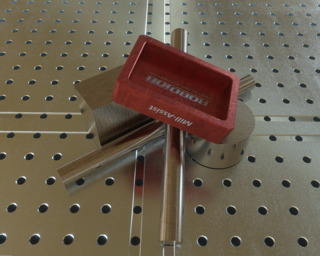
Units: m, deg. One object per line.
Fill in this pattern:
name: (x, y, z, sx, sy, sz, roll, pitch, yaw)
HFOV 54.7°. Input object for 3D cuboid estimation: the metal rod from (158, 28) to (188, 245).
metal rod: (0.020, -0.012, 0.389, 0.025, 0.025, 0.299, 3, 59, 2)

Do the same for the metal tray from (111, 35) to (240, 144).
metal tray: (0.022, -0.046, 0.351, 0.131, 0.030, 0.090, 22, 51, -6)

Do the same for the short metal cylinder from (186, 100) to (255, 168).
short metal cylinder: (0.073, 0.003, 0.388, 0.081, 0.050, 0.080, 0, 50, 0)

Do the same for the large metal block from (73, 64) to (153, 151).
large metal block: (-0.054, -0.026, 0.392, 0.081, 0.080, 0.050, -27, 56, -21)

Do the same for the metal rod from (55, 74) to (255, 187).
metal rod: (0.010, -0.006, 0.413, 0.302, 0.025, 0.025, -27, 55, -21)
